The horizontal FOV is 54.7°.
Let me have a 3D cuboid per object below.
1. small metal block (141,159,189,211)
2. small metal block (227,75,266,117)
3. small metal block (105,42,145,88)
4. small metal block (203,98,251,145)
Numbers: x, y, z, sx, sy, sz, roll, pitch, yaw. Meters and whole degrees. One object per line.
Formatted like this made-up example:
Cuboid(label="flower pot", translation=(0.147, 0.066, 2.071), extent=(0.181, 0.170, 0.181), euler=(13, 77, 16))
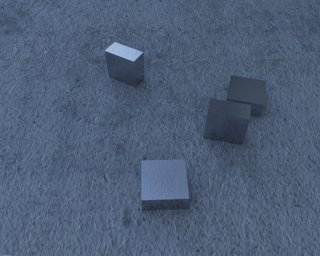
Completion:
Cuboid(label="small metal block", translation=(0.005, 0.064, 0.350), extent=(0.050, 0.025, 0.050), euler=(-2, 50, -2))
Cuboid(label="small metal block", translation=(0.122, -0.046, 0.443), extent=(0.050, 0.025, 0.050), euler=(11, 51, 9))
Cuboid(label="small metal block", translation=(-0.052, -0.095, 0.466), extent=(0.050, 0.050, 0.025), euler=(24, 54, 19))
Cuboid(label="small metal block", translation=(0.084, -0.007, 0.394), extent=(0.050, 0.050, 0.025), euler=(10, 51, 8))
